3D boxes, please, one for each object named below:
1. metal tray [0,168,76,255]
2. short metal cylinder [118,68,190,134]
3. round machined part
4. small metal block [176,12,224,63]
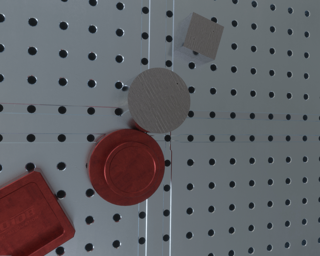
[{"bbox_3d":[-0.175,0.115,0.345,0.131,0.030,0.090,-30,100,-18],"label":"metal tray"},{"bbox_3d":[-0.008,-0.033,0.396,0.081,0.050,0.079,0,90,-20],"label":"short metal cylinder"},{"bbox_3d":[-0.039,0.050,0.389,0.099,0.042,0.097,0,90,-20],"label":"round machined part"},{"bbox_3d":[0.056,-0.125,0.433,0.050,0.025,0.050,18,84,-19],"label":"small metal block"}]
